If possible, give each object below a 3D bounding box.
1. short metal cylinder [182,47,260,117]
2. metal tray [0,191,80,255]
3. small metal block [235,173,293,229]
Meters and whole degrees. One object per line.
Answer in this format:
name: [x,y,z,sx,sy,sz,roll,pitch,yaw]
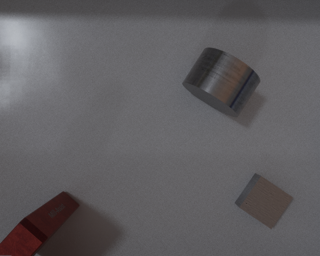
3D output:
short metal cylinder: [0.075,-0.056,0.385,0.080,0.080,0.050,32,90,-1]
metal tray: [-0.149,0.128,0.357,0.030,0.130,0.090,42,90,0]
small metal block: [0.138,0.097,0.413,0.050,0.025,0.050,34,90,-1]
